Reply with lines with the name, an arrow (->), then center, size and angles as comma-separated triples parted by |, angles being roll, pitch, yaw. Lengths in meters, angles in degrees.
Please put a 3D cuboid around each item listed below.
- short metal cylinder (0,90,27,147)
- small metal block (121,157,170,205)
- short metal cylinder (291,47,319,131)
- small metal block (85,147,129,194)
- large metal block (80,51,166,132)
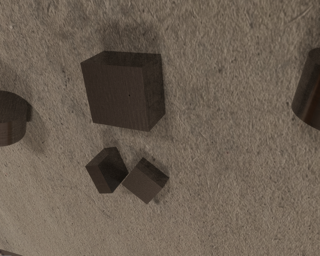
short metal cylinder -> -0.256, -0.016, 0.493 | 0.080, 0.080, 0.050 | 29, 128, 9
small metal block -> -0.022, 0.080, 0.467 | 0.050, 0.025, 0.050 | 38, 129, 1
short metal cylinder -> 0.162, -0.032, 0.266 | 0.080, 0.080, 0.050 | 17, 125, 18
small metal block -> -0.079, 0.064, 0.470 | 0.025, 0.050, 0.050 | -9, 114, 32
large metal block -> -0.043, -0.047, 0.382 | 0.080, 0.050, 0.079 | 9, 122, 23
